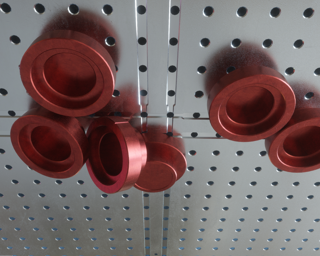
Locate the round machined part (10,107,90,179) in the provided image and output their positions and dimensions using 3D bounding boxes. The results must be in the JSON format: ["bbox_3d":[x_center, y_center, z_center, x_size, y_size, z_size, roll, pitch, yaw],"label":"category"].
[{"bbox_3d":[-0.136,0.015,0.401,0.098,0.042,0.097,8,124,12],"label":"round machined part"}]

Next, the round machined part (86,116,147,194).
[{"bbox_3d":[-0.055,0.033,0.403,0.042,0.098,0.097,-6,142,-44],"label":"round machined part"}]

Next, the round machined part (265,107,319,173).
[{"bbox_3d":[0.189,0.011,0.411,0.099,0.042,0.097,0,130,0],"label":"round machined part"}]

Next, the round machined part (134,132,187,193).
[{"bbox_3d":[-0.010,0.056,0.448,0.099,0.042,0.097,0,130,0],"label":"round machined part"}]

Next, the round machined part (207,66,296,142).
[{"bbox_3d":[0.106,-0.032,0.374,0.099,0.042,0.097,0,130,0],"label":"round machined part"}]

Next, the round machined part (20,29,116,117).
[{"bbox_3d":[-0.098,-0.063,0.346,0.099,0.042,0.097,0,130,0],"label":"round machined part"}]
